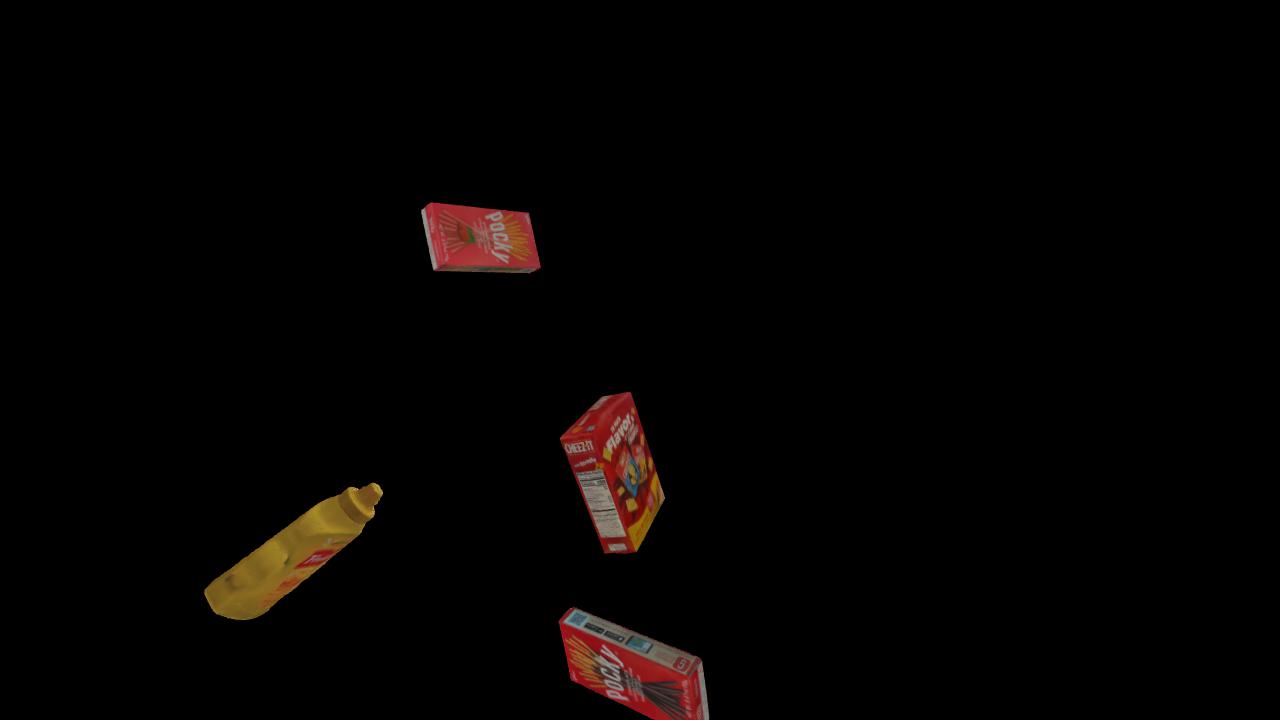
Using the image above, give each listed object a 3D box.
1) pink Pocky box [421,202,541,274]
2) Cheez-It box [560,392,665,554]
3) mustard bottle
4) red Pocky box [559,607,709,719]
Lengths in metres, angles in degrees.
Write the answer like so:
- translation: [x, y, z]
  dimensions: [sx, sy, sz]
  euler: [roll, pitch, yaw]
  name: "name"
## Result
- translation: [-0.207, -0.160, 0.819]
  dimensions: [0.029, 0.084, 0.155]
  euler: [-18, -8, 43]
  name: "pink Pocky box"
- translation: [-0.039, 0.189, 1.048]
  dimensions: [0.071, 0.223, 0.166]
  euler: [-11, 16, 24]
  name: "Cheez-It box"
- translation: [-0.357, 0.197, 0.663]
  dimensions: [0.184, 0.054, 0.092]
  euler: [-39, -21, -8]
  name: "mustard bottle"
- translation: [-0.009, 0.304, 0.601]
  dimensions: [0.155, 0.083, 0.028]
  euler: [6, 26, 33]
  name: "red Pocky box"
